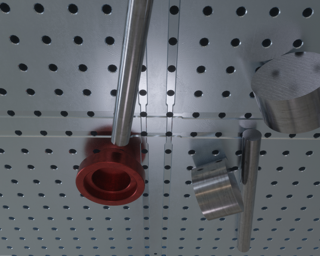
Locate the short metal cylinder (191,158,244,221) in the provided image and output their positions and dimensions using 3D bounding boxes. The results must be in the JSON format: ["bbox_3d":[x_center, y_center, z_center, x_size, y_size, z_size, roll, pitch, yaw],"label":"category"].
[{"bbox_3d":[0.085,0.089,0.452,0.050,0.080,0.080,-20,127,16],"label":"short metal cylinder"}]

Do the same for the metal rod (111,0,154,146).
[{"bbox_3d":[-0.027,-0.095,0.330,0.025,0.025,0.298,8,130,-7],"label":"metal rod"}]

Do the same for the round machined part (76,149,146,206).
[{"bbox_3d":[-0.071,0.069,0.458,0.099,0.042,0.097,0,130,0],"label":"round machined part"}]

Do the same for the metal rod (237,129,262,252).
[{"bbox_3d":[0.145,0.122,0.516,0.025,0.025,0.298,-6,130,5],"label":"metal rod"}]

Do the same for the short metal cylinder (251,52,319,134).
[{"bbox_3d":[0.148,-0.040,0.343,0.080,0.080,0.050,-21,127,17],"label":"short metal cylinder"}]
